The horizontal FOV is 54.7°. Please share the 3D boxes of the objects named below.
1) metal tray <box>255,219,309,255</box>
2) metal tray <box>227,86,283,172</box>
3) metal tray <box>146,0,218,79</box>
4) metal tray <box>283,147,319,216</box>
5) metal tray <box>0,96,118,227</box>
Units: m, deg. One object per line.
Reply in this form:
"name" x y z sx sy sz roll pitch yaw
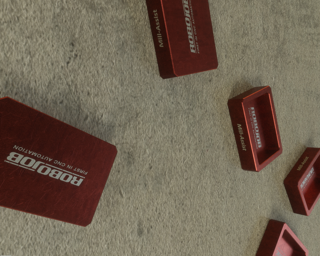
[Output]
"metal tray" 0.239 0.249 0.601 0.130 0.030 0.090 47 62 -30
"metal tray" 0.169 0.000 0.542 0.091 0.030 0.129 -26 106 -37
"metal tray" 0.031 -0.139 0.427 0.091 0.030 0.129 -19 102 -38
"metal tray" 0.320 0.113 0.668 0.131 0.030 0.090 -39 114 -33
"metal tray" -0.114 0.037 0.305 0.131 0.030 0.090 30 72 -36
